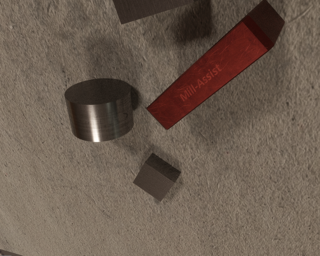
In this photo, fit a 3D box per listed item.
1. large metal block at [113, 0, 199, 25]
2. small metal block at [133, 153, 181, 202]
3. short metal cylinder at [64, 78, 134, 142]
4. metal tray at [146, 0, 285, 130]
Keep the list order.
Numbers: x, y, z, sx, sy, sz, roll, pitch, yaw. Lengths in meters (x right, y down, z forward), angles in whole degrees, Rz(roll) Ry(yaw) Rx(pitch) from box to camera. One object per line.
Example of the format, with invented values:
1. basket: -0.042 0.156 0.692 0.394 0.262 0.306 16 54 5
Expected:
1. large metal block: -0.006 -0.154 0.298 0.080 0.050 0.080 -6 116 30
2. small metal block: -0.005 0.072 0.453 0.050 0.025 0.050 34 129 5
3. short metal cylinder: -0.075 -0.025 0.394 0.080 0.080 0.050 12 123 21
4. metal tray: 0.052 -0.059 0.299 0.030 0.090 0.129 47 129 -5
